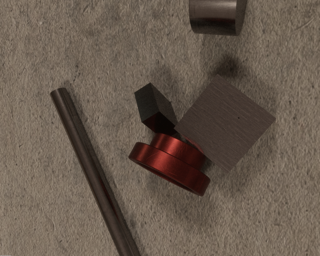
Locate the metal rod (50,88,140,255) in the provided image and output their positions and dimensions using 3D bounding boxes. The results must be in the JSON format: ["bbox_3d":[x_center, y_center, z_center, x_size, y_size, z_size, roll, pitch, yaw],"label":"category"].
[{"bbox_3d":[-0.087,0.079,0.438,0.025,0.025,0.299,-29,81,17],"label":"metal rod"}]

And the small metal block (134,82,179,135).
[{"bbox_3d":[-0.003,-0.020,0.386,0.025,0.050,0.050,-31,49,17],"label":"small metal block"}]

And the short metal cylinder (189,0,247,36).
[{"bbox_3d":[0.069,-0.148,0.355,0.050,0.080,0.079,10,93,19],"label":"short metal cylinder"}]

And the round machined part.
[{"bbox_3d":[0.016,0.039,0.367,0.098,0.098,0.042,24,79,18],"label":"round machined part"}]

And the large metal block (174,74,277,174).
[{"bbox_3d":[0.078,-0.005,0.368,0.080,0.050,0.080,41,103,15],"label":"large metal block"}]
